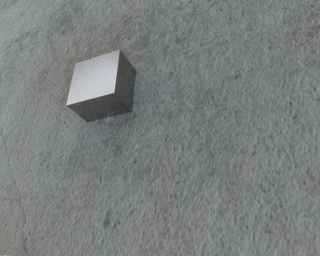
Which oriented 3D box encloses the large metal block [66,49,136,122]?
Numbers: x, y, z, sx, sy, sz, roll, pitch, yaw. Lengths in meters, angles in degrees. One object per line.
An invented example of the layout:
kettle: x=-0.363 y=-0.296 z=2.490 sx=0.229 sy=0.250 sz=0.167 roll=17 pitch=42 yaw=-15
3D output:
large metal block: x=-0.086 y=-0.062 z=0.470 sx=0.080 sy=0.050 sz=0.080 roll=-12 pitch=57 yaw=21
